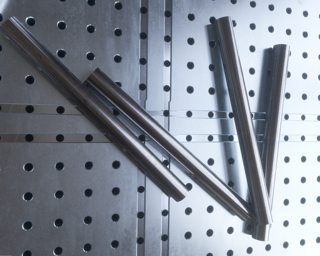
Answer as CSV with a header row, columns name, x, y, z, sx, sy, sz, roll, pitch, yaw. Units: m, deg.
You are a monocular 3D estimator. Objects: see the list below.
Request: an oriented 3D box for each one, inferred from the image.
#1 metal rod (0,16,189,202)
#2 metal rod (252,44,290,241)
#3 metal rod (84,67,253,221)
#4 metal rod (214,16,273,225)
name,x,y,z,sx,sy,sz,roll,pitch,yaw
metal rod,-0.071,-0.013,0.387,0.300,0.025,0.025,46,76,-15
metal rod,0.171,0.020,0.477,0.025,0.025,0.298,8,87,-20
metal rod,0.022,0.031,0.422,0.300,0.025,0.025,42,77,-16
metal rod,0.121,-0.010,0.447,0.025,0.025,0.298,-12,90,-20
